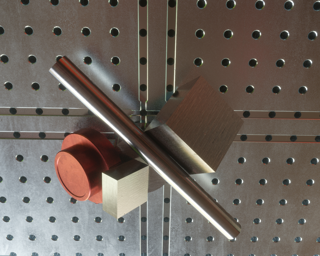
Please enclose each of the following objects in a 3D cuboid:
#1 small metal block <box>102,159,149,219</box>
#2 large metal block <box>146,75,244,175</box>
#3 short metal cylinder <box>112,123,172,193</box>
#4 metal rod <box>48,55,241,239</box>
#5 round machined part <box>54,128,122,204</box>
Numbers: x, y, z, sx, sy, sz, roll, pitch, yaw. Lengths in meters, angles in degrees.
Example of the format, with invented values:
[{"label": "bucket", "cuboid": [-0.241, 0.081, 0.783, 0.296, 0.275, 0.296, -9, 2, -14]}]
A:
[{"label": "small metal block", "cuboid": [-0.040, 0.070, 0.366, 0.025, 0.050, 0.050, 19, 116, 36]}, {"label": "large metal block", "cuboid": [0.042, -0.002, 0.373, 0.080, 0.050, 0.080, 44, 61, -15]}, {"label": "short metal cylinder", "cuboid": [-0.024, 0.039, 0.410, 0.081, 0.050, 0.079, 0, 110, 0]}, {"label": "metal rod", "cuboid": [-0.006, 0.033, 0.368, 0.025, 0.025, 0.300, -42, 105, 14]}, {"label": "round machined part", "cuboid": [-0.095, 0.052, 0.391, 0.098, 0.042, 0.097, 18, 120, 34]}]
